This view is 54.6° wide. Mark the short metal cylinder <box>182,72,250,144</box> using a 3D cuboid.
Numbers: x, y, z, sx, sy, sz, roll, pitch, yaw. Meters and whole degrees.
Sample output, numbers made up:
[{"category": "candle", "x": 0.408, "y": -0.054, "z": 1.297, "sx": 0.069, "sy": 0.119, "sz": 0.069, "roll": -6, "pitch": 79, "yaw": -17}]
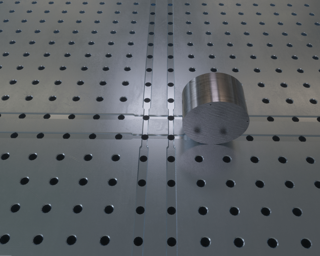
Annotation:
[{"category": "short metal cylinder", "x": 0.068, "y": -0.023, "z": 0.392, "sx": 0.080, "sy": 0.080, "sz": 0.050, "roll": 1, "pitch": 50, "yaw": 1}]
